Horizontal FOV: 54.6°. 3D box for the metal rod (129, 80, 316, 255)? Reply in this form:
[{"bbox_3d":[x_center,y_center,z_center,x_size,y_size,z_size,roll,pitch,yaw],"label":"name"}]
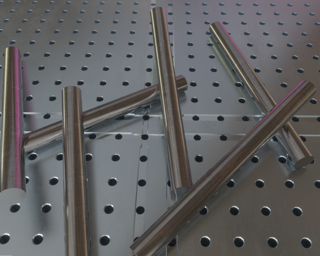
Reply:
[{"bbox_3d":[0.087,0.037,0.357,0.301,0.025,0.025,-39,60,-21],"label":"metal rod"}]

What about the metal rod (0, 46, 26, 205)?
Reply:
[{"bbox_3d":[-0.193,-0.028,0.405,0.025,0.025,0.300,-15,44,-12],"label":"metal rod"}]

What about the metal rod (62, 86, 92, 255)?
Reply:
[{"bbox_3d":[-0.088,0.075,0.325,0.025,0.025,0.299,-8,56,-7],"label":"metal rod"}]

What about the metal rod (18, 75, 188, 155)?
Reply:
[{"bbox_3d":[-0.096,-0.011,0.416,0.302,0.025,0.025,-24,54,-19],"label":"metal rod"}]

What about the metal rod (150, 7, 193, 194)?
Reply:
[{"bbox_3d":[0.011,-0.058,0.425,0.025,0.025,0.299,-4,59,-4],"label":"metal rod"}]

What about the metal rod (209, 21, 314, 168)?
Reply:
[{"bbox_3d":[0.137,-0.070,0.467,0.025,0.025,0.300,-11,51,-9],"label":"metal rod"}]
